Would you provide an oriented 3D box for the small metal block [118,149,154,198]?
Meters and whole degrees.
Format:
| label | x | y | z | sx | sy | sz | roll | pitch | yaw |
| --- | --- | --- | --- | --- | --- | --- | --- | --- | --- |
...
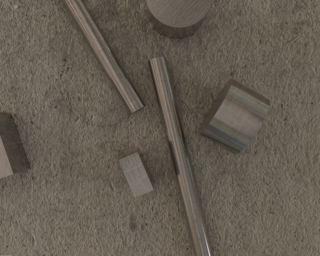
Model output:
| label | x | y | z | sx | sy | sz | roll | pitch | yaw |
| --- | --- | --- | --- | --- | --- | --- | --- | --- | --- |
| small metal block | -0.029 | 0.056 | 0.397 | 0.025 | 0.050 | 0.050 | -23 | 90 | 0 |

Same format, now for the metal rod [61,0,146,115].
| label | x | y | z | sx | sy | sz | roll | pitch | yaw |
| --- | --- | --- | --- | --- | --- | --- | --- | --- | --- |
| metal rod | -0.106 | -0.152 | 0.408 | 0.025 | 0.025 | 0.299 | -31 | 90 | 0 |

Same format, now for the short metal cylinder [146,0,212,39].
| label | x | y | z | sx | sy | sz | roll | pitch | yaw |
| --- | --- | --- | --- | --- | --- | --- | --- | --- | --- |
| short metal cylinder | 0.023 | -0.161 | 0.398 | 0.081 | 0.050 | 0.080 | 0 | 90 | 0 |

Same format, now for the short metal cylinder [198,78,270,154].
| label | x | y | z | sx | sy | sz | roll | pitch | yaw |
| --- | --- | --- | --- | --- | --- | --- | --- | --- | --- |
| short metal cylinder | 0.090 | -0.014 | 0.383 | 0.050 | 0.080 | 0.080 | 30 | 90 | 0 |

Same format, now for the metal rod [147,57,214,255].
| label | x | y | z | sx | sy | sz | roll | pitch | yaw |
| --- | --- | --- | --- | --- | --- | --- | --- | --- | --- |
| metal rod | 0.031 | 0.054 | 0.410 | 0.025 | 0.025 | 0.298 | -14 | 90 | 0 |

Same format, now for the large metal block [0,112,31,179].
| label | x | y | z | sx | sy | sz | roll | pitch | yaw |
| --- | --- | --- | --- | --- | --- | --- | --- | --- | --- |
| large metal block | -0.227 | 0.030 | 0.396 | 0.080 | 0.050 | 0.080 | -18 | 90 | 0 |
